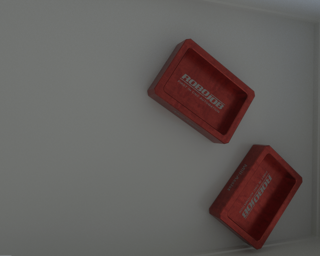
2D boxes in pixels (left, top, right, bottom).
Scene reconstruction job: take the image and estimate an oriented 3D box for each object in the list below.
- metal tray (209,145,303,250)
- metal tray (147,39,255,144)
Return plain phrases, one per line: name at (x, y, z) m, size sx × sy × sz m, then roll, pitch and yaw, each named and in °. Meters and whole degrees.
metal tray at (0.145, 0.100, 0.463) m, size 0.090 × 0.030 × 0.130 m, roll 42°, pitch 77°, yaw -16°
metal tray at (0.060, -0.048, 0.431) m, size 0.130 × 0.030 × 0.090 m, roll 35°, pitch 79°, yaw -17°
